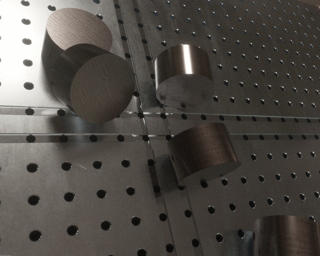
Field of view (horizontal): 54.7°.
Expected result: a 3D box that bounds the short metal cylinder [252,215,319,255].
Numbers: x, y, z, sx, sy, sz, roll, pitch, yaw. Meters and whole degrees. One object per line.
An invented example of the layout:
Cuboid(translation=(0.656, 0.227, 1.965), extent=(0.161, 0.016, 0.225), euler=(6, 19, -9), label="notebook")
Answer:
Cuboid(translation=(0.152, 0.144, 0.369), extent=(0.080, 0.080, 0.050), euler=(23, 53, -15), label="short metal cylinder")

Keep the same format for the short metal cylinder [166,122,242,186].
Cuboid(translation=(0.053, 0.034, 0.382), extent=(0.081, 0.080, 0.050), euler=(-4, 64, -31), label="short metal cylinder")

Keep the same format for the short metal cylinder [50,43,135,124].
Cuboid(translation=(-0.076, -0.051, 0.355), extent=(0.081, 0.079, 0.050), euler=(-19, 36, -35), label="short metal cylinder")

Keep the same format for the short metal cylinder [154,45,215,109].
Cuboid(translation=(0.033, -0.070, 0.435), extent=(0.081, 0.080, 0.050), euler=(11, 57, -23), label="short metal cylinder")

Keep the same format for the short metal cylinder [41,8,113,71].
Cuboid(translation=(-0.108, -0.107, 0.400), extent=(0.081, 0.050, 0.080), euler=(14, 56, -21), label="short metal cylinder")
